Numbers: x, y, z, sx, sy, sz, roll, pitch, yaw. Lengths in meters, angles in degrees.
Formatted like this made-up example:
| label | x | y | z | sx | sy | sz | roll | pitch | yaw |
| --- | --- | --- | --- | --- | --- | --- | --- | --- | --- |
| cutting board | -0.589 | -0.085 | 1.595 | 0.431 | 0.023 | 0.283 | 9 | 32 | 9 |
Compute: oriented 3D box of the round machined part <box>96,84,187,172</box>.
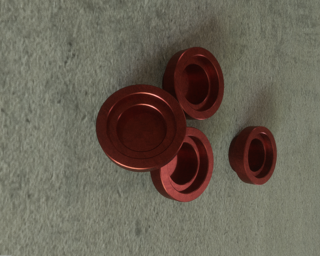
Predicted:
| label | x | y | z | sx | sy | sz | roll | pitch | yaw |
| --- | --- | --- | --- | --- | --- | --- | --- | --- | --- |
| round machined part | -0.021 | 0.002 | 0.356 | 0.099 | 0.042 | 0.098 | 1 | 72 | -3 |

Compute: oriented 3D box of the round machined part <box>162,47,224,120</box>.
| label | x | y | z | sx | sy | sz | roll | pitch | yaw |
| --- | --- | --- | --- | --- | --- | --- | --- | --- | --- |
| round machined part | 0.042 | -0.060 | 0.431 | 0.099 | 0.042 | 0.097 | 0 | 90 | -40 |

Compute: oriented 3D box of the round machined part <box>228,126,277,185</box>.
| label | x | y | z | sx | sy | sz | roll | pitch | yaw |
| --- | --- | --- | --- | --- | --- | --- | --- | --- | --- |
| round machined part | 0.154 | 0.045 | 0.526 | 0.099 | 0.042 | 0.097 | 0 | 90 | -40 |

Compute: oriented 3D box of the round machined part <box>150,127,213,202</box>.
| label | x | y | z | sx | sy | sz | roll | pitch | yaw |
| --- | --- | --- | --- | --- | --- | --- | --- | --- | --- |
| round machined part | 0.024 | 0.047 | 0.416 | 0.099 | 0.042 | 0.097 | 0 | 90 | -40 |
